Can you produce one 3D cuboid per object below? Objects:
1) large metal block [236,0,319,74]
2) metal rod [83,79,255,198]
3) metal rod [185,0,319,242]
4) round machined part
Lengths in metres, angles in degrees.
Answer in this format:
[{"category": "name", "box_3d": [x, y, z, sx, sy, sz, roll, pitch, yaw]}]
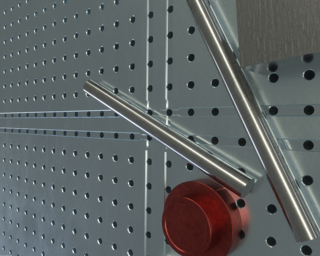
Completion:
[{"category": "large metal block", "box_3d": [0.122, -0.100, 0.293, 0.080, 0.050, 0.080, -5, 87, 40]}, {"category": "metal rod", "box_3d": [-0.010, -0.001, 0.417, 0.300, 0.025, 0.025, 32, 110, 35]}, {"category": "metal rod", "box_3d": [0.090, -0.031, 0.334, 0.025, 0.025, 0.299, -33, 70, 35]}, {"category": "round machined part", "box_3d": [0.041, 0.112, 0.365, 0.098, 0.042, 0.097, 0, 90, 40]}]
